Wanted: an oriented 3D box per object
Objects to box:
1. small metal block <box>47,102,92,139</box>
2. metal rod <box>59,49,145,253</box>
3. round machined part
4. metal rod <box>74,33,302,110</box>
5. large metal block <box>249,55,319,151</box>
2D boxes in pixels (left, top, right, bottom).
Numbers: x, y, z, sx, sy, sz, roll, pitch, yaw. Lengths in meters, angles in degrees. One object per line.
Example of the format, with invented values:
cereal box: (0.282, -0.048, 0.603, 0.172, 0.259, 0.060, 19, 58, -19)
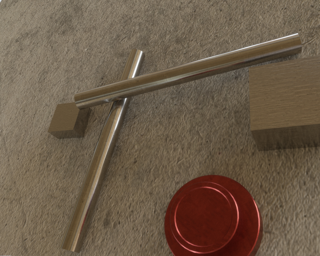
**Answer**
small metal block: (-0.140, -0.012, 0.482, 0.050, 0.025, 0.050, -4, 60, 25)
metal rod: (-0.072, 0.014, 0.430, 0.025, 0.025, 0.300, 1, 62, 28)
round machined part: (0.049, 0.093, 0.310, 0.098, 0.042, 0.098, -13, 56, 20)
metal rod: (0.027, -0.071, 0.412, 0.301, 0.025, 0.025, -13, 56, 13)
large metal block: (0.141, -0.025, 0.329, 0.080, 0.050, 0.080, -7, 59, 24)
